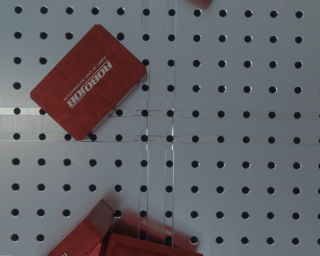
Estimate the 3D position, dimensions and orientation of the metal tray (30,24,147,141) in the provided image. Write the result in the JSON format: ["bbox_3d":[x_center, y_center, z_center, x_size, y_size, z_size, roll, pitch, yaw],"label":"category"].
[{"bbox_3d":[-0.092,-0.058,0.410,0.090,0.030,0.130,43,90,0],"label":"metal tray"}]

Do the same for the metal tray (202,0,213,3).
[{"bbox_3d":[0.034,-0.240,0.411,0.130,0.030,0.090,29,90,0],"label":"metal tray"}]

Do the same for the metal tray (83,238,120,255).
[{"bbox_3d":[-0.062,0.210,0.404,0.130,0.030,0.090,40,90,-5],"label":"metal tray"}]

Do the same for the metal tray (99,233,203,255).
[{"bbox_3d":[-0.013,0.188,0.375,0.131,0.030,0.090,19,64,-16],"label":"metal tray"}]

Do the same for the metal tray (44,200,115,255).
[{"bbox_3d":[-0.117,0.154,0.380,0.130,0.090,0.030,-44,90,0],"label":"metal tray"}]
